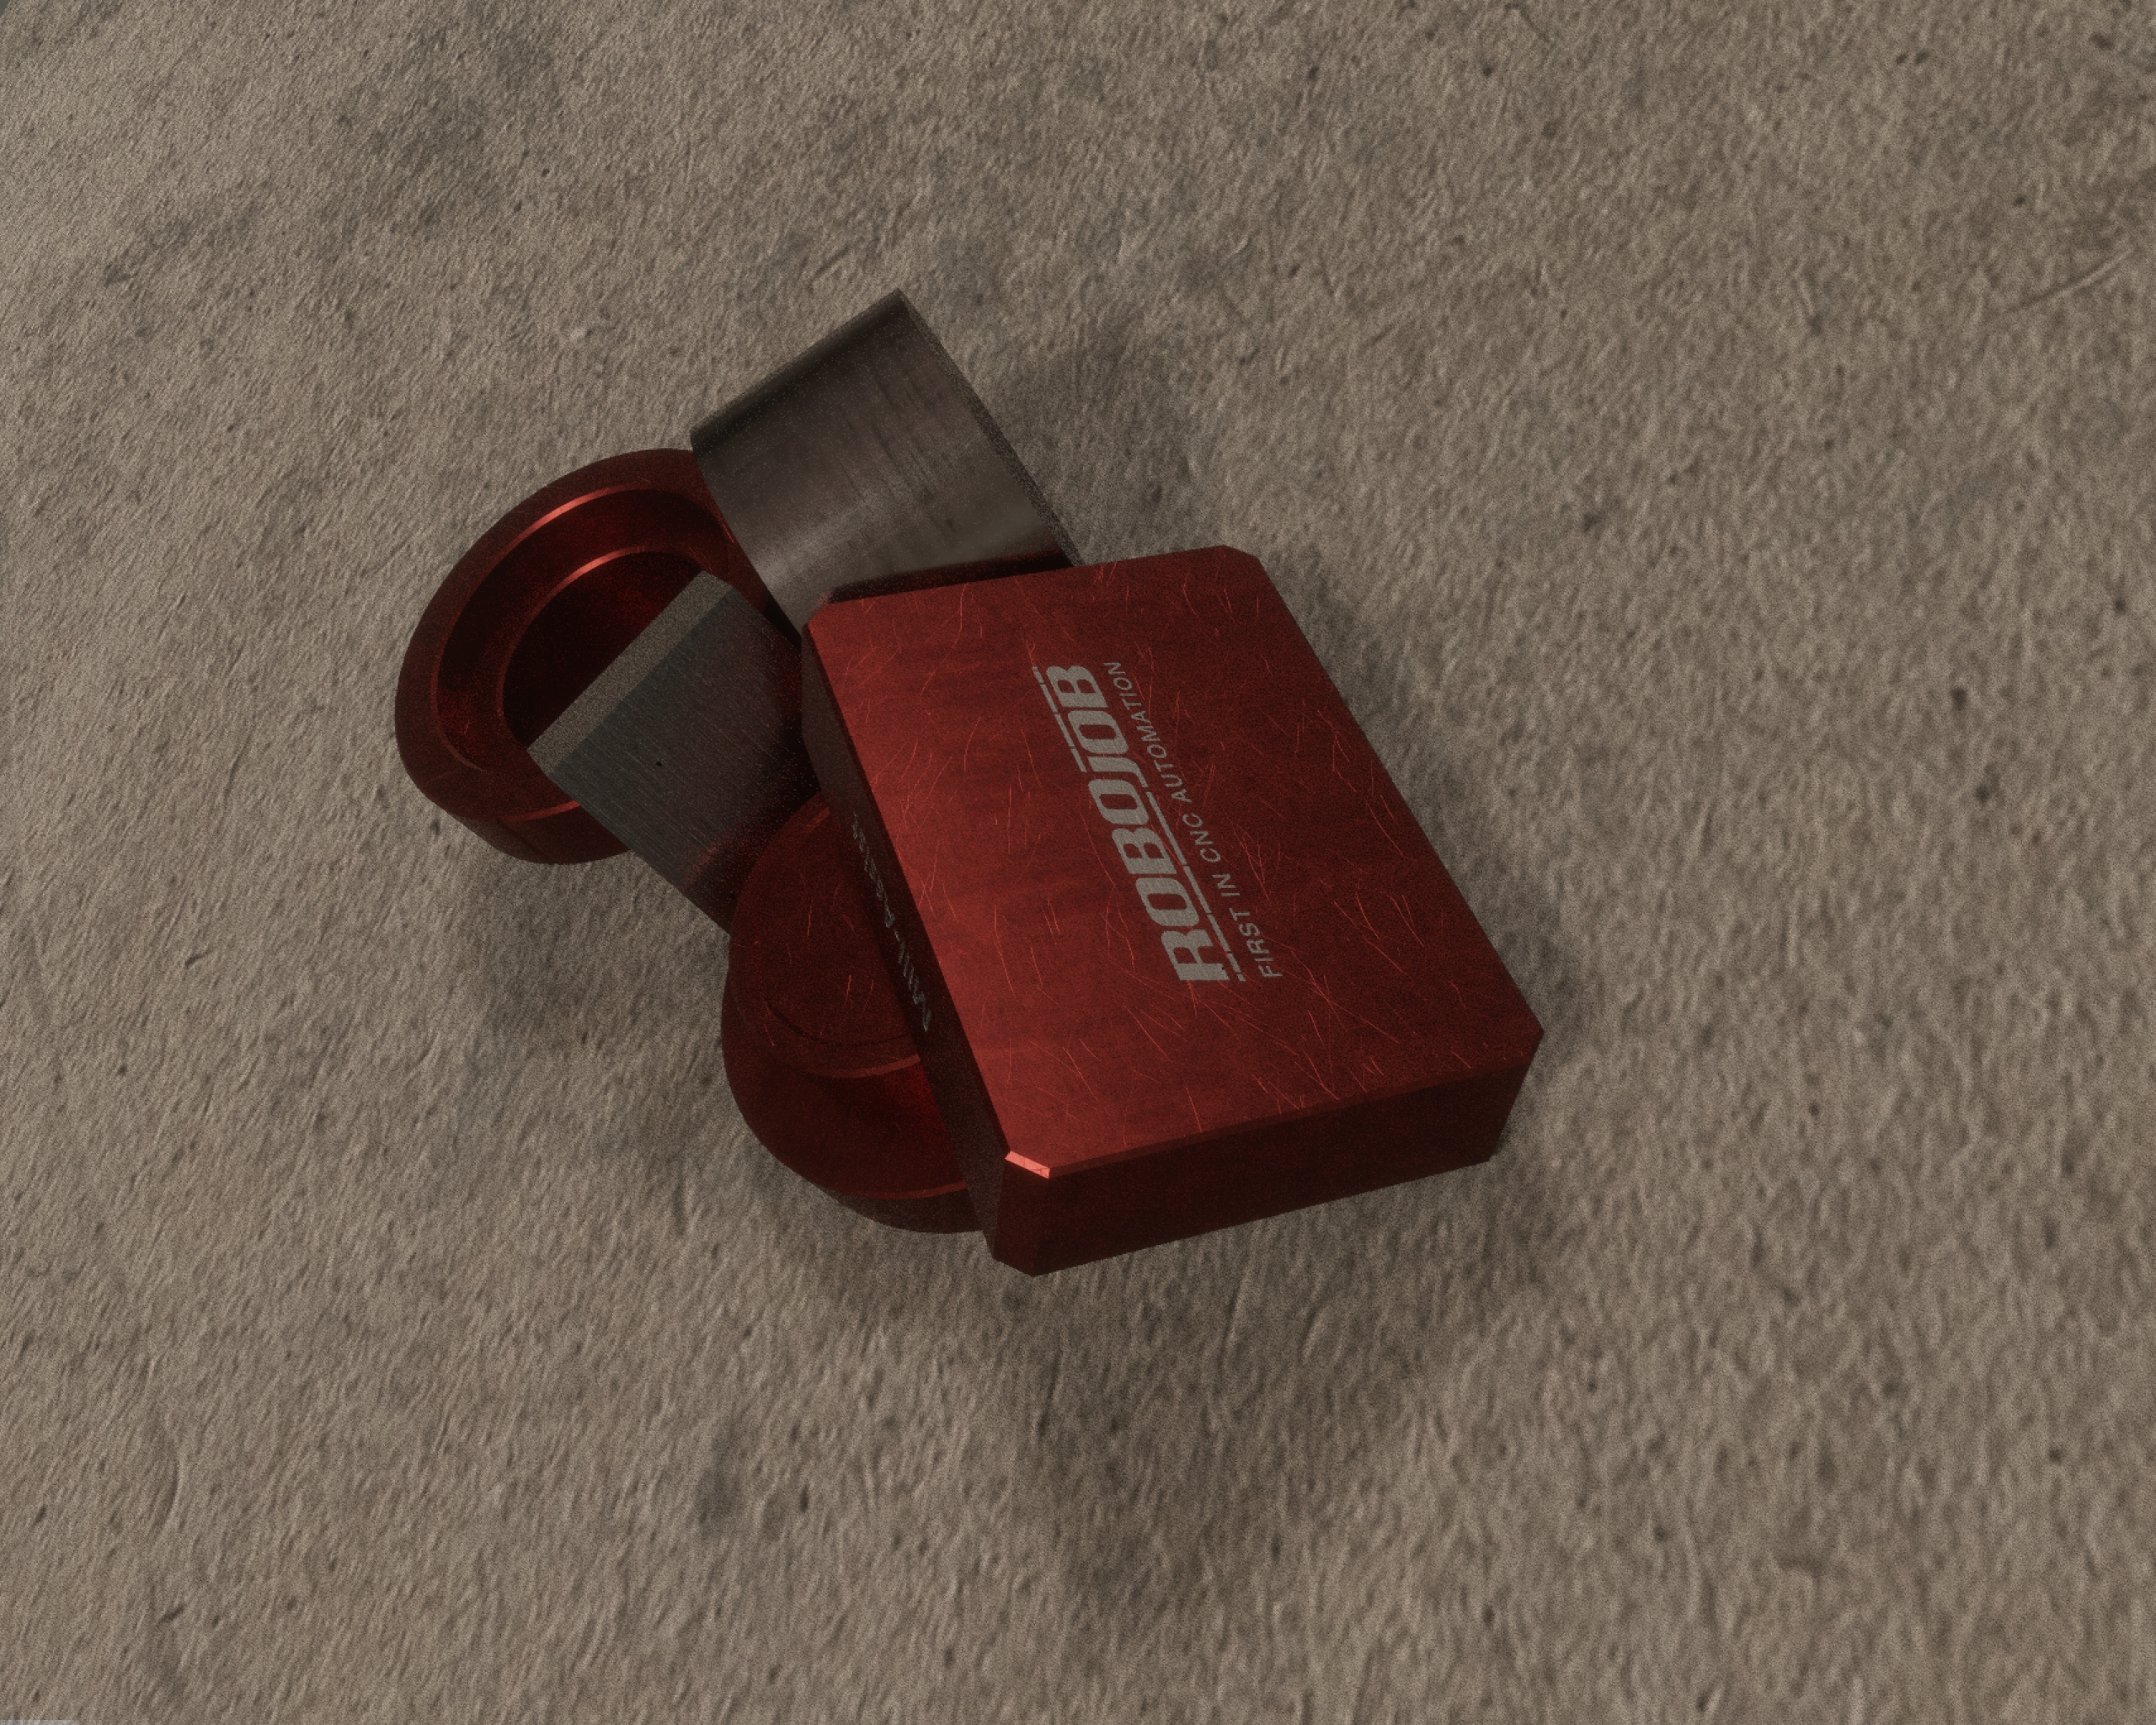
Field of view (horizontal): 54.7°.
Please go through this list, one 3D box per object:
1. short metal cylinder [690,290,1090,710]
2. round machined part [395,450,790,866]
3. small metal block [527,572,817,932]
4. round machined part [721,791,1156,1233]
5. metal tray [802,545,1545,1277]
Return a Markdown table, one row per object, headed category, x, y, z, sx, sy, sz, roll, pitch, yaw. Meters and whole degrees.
| category | x | y | z | sx | sy | sz | roll | pitch | yaw |
| --- | --- | --- | --- | --- | --- | --- | --- | --- | --- |
| short metal cylinder | -0.035 | -0.070 | 0.431 | 0.050 | 0.080 | 0.080 | -33 | 52 | 7 |
| round machined part | -0.100 | -0.042 | 0.471 | 0.098 | 0.042 | 0.098 | -13 | 56 | 20 |
| small metal block | -0.071 | -0.022 | 0.415 | 0.050 | 0.050 | 0.025 | -47 | 27 | -6 |
| round machined part | -0.026 | 0.017 | 0.396 | 0.098 | 0.042 | 0.098 | -13 | 56 | 20 |
| metal tray | 0.011 | 0.001 | 0.366 | 0.091 | 0.030 | 0.130 | -11 | 50 | -17 |
